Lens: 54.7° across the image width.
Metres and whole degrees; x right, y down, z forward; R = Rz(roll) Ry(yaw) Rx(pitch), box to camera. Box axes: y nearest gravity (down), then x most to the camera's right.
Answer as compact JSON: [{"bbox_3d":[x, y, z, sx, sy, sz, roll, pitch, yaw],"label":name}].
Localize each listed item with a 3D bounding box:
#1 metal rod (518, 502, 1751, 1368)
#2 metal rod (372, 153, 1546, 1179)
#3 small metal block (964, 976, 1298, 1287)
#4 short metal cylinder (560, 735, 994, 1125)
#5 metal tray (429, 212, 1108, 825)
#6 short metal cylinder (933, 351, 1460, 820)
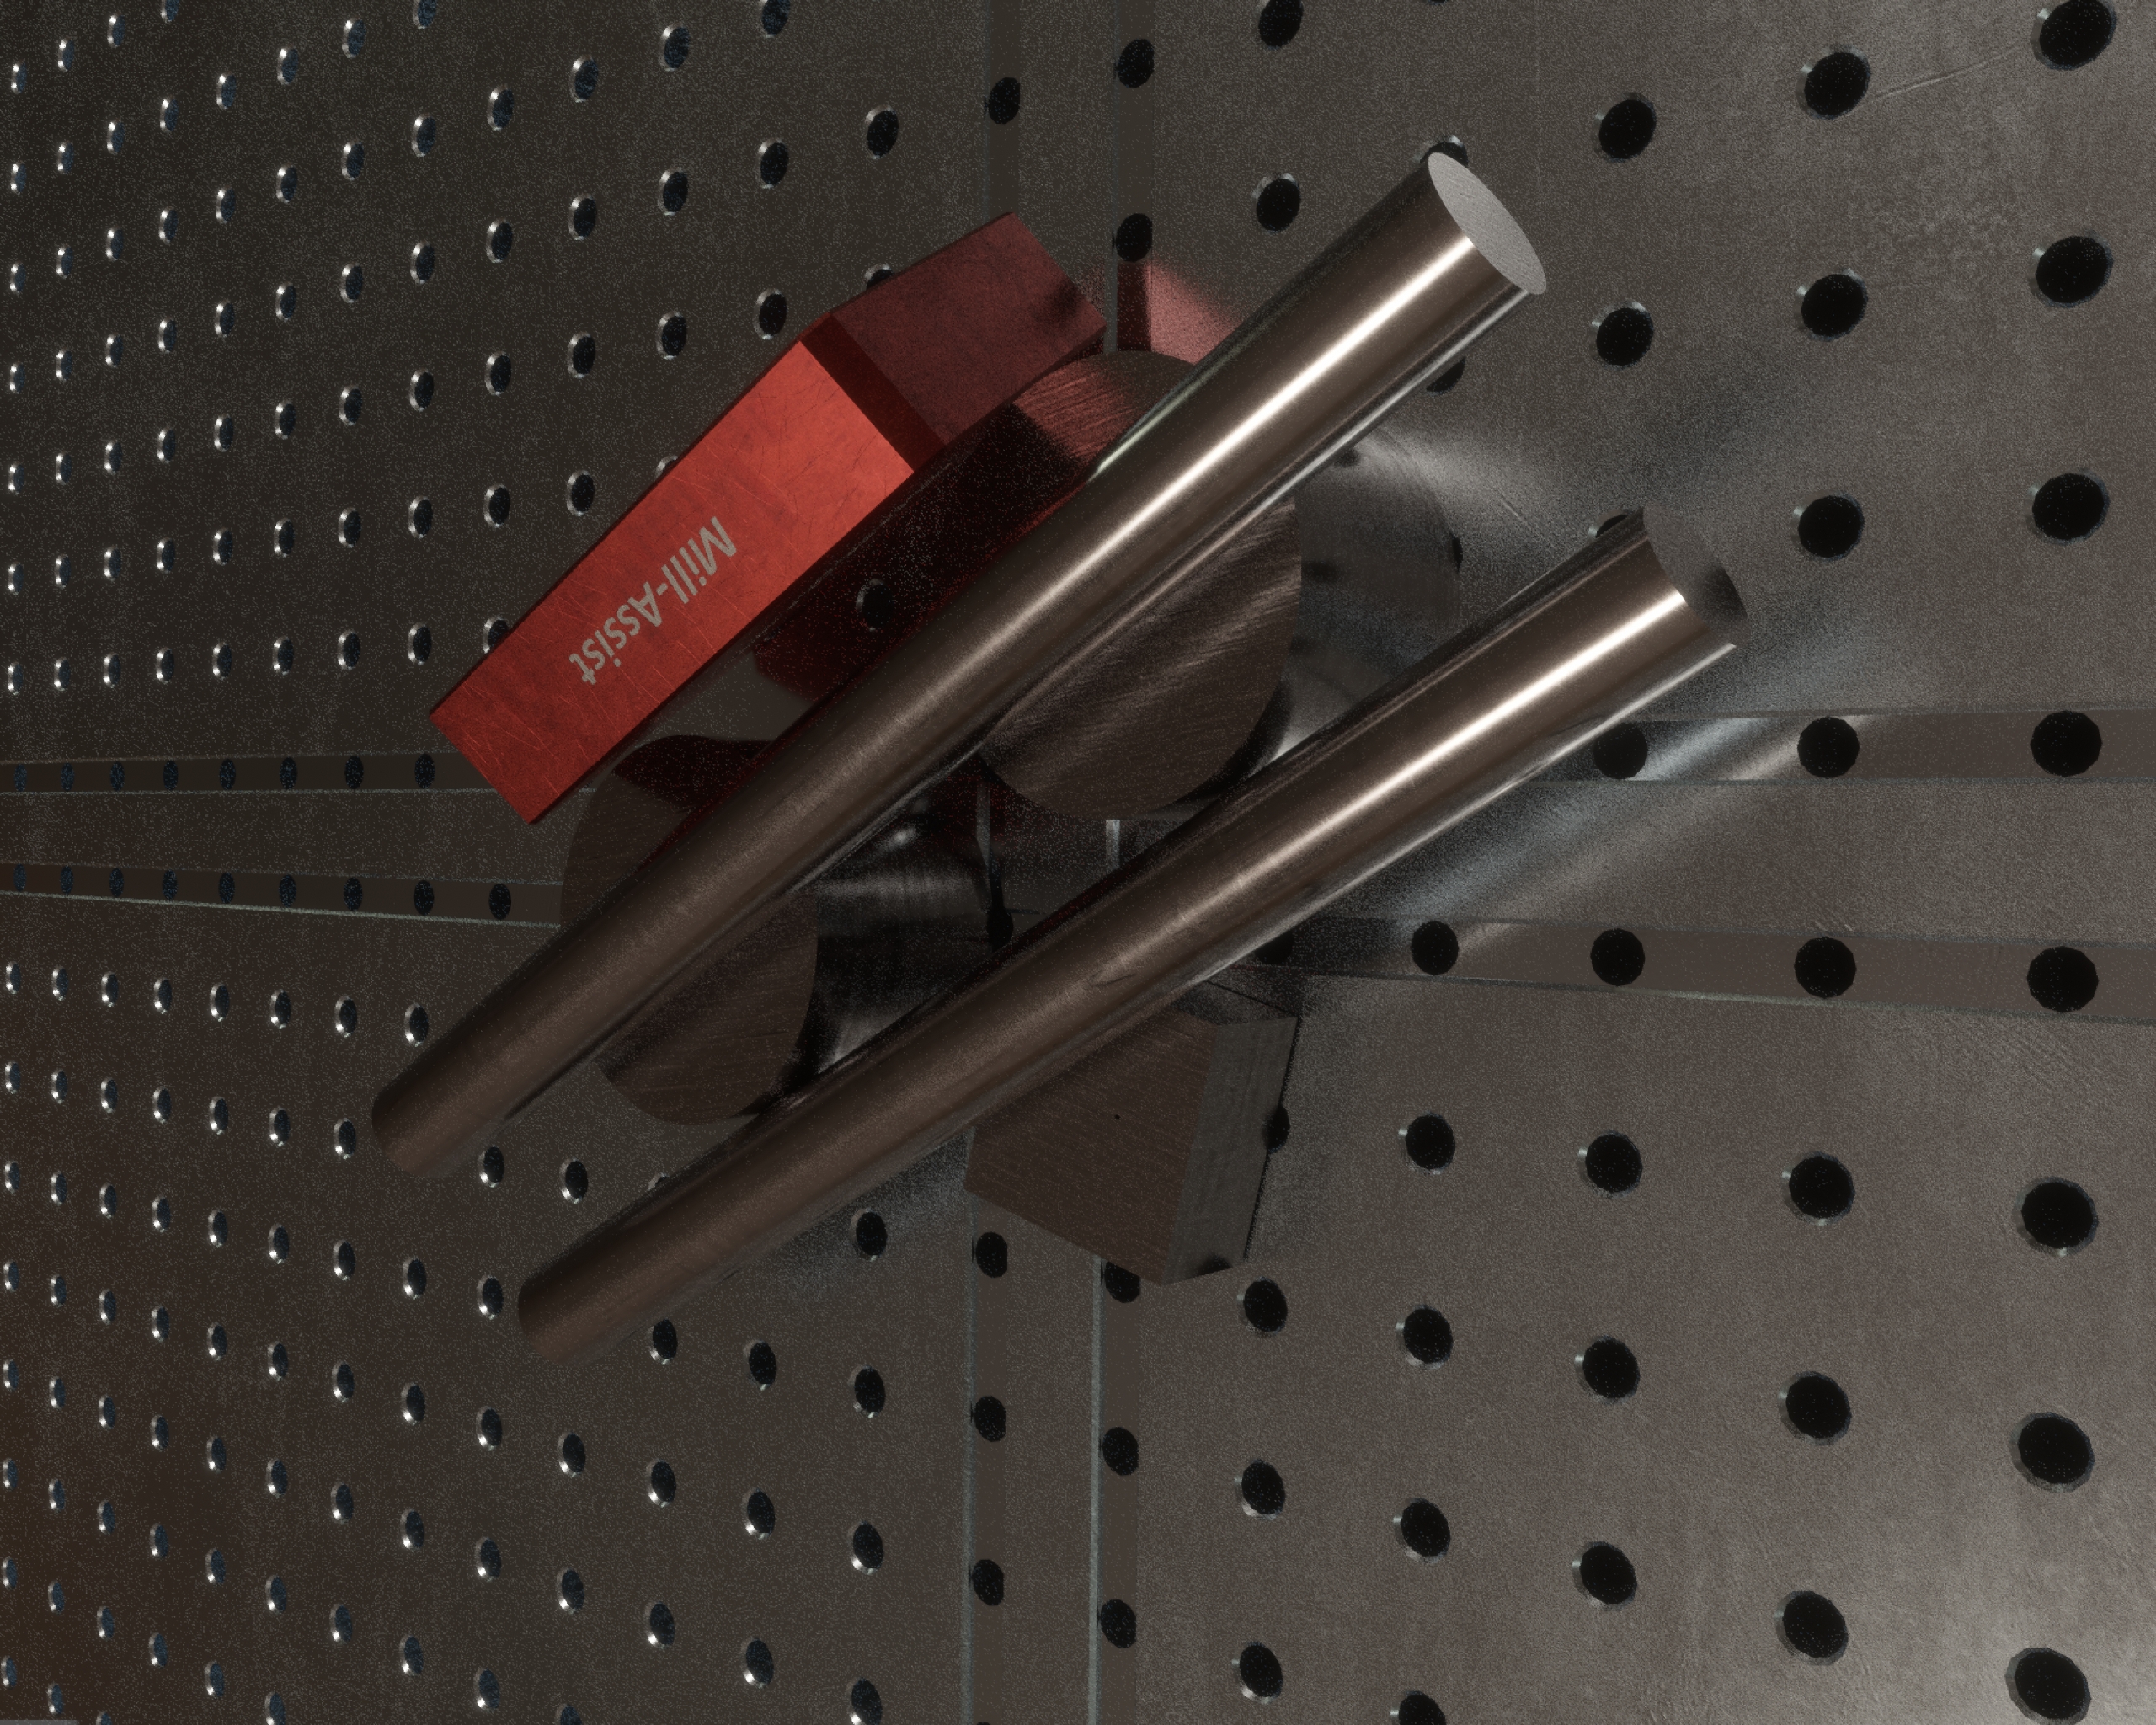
[{"bbox_3d":[-0.012,0.030,0.384,0.299,0.025,0.025,-35,69,34],"label":"metal rod"},{"bbox_3d":[-0.043,-0.016,0.376,0.299,0.025,0.025,-36,68,33],"label":"metal rod"},{"bbox_3d":[0.009,0.046,0.399,0.050,0.025,0.050,19,102,38],"label":"small metal block"},{"bbox_3d":[-0.065,0.014,0.444,0.080,0.050,0.079,0,90,39],"label":"short metal cylinder"},{"bbox_3d":[-0.061,-0.067,0.413,0.130,0.090,0.030,-35,100,34],"label":"metal tray"},{"bbox_3d":[0.021,-0.047,0.375,0.080,0.050,0.079,0,90,39],"label":"short metal cylinder"}]
